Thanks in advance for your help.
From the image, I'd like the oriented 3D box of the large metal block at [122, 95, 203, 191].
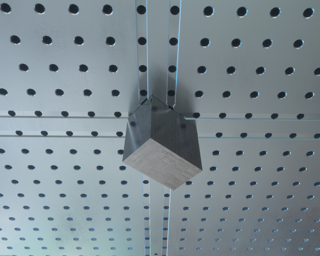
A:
[{"bbox_3d":[0.003,0.019,0.391,0.080,0.080,0.050,34,123,-26],"label":"large metal block"}]
